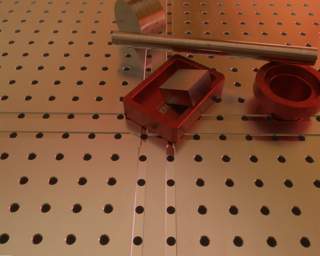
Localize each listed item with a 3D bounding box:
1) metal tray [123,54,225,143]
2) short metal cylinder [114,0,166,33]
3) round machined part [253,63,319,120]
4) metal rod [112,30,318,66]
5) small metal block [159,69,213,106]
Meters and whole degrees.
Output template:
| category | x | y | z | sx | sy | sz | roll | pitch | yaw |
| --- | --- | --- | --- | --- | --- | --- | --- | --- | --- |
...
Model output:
| category | x | y | z | sx | sy | sz | roll | pitch | yaw |
| --- | --- | --- | --- | --- | --- | --- | --- | --- | --- |
| metal tray | 0.022 | -0.048 | 0.444 | 0.090 | 0.030 | 0.131 | 30 | 56 | 22 |
| short metal cylinder | -0.035 | -0.186 | 0.528 | 0.050 | 0.080 | 0.080 | -31 | 57 | -23 |
| round machined part | 0.181 | -0.049 | 0.439 | 0.099 | 0.042 | 0.098 | 0 | 50 | 0 |
| metal rod | 0.072 | -0.122 | 0.466 | 0.301 | 0.025 | 0.025 | 9 | 51 | 13 |
| small metal block | 0.036 | -0.057 | 0.427 | 0.050 | 0.025 | 0.050 | 11 | 46 | 41 |
